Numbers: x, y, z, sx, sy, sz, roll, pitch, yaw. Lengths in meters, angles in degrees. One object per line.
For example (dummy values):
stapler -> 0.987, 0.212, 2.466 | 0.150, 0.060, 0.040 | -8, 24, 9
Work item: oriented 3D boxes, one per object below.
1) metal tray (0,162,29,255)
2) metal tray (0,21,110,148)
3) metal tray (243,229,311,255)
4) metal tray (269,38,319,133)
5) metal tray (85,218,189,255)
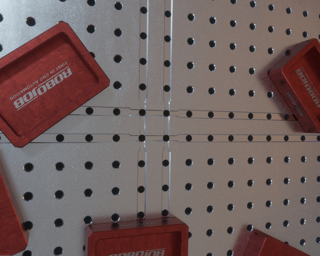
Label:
metal tray -> -0.209, 0.086, 0.333 | 0.091, 0.030, 0.129 | -20, 97, -19
metal tray -> -0.137, -0.050, 0.359 | 0.131, 0.030, 0.090 | -39, 103, -16
metal tray -> 0.187, 0.226, 0.482 | 0.131, 0.030, 0.090 | 29, 80, -18
metal tray -> 0.246, -0.066, 0.503 | 0.090, 0.030, 0.130 | -42, 104, -16
metal tray -> -0.029, 0.169, 0.400 | 0.131, 0.030, 0.089 | 1, 90, -21
